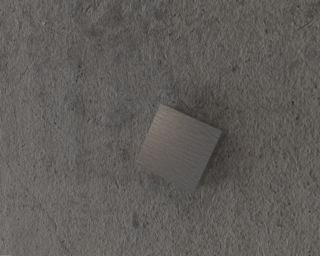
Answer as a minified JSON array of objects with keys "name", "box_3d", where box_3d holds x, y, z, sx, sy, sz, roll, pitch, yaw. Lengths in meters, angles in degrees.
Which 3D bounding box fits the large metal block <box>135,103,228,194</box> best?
[{"name":"large metal block","box_3d":[0.028,0.023,0.386,0.080,0.050,0.080,26,99,18]}]
